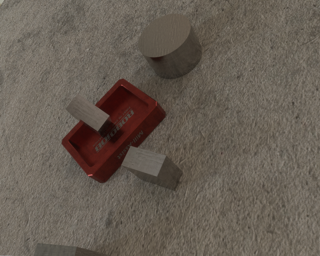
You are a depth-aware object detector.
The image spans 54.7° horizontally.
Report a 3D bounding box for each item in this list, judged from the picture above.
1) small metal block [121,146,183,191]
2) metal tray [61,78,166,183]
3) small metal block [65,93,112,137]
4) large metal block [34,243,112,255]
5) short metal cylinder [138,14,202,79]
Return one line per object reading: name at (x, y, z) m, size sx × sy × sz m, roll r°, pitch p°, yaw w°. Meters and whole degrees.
small metal block at (-0.008, 0.048, 0.363) m, size 0.050 × 0.050 × 0.025 m, roll 12°, pitch 68°, yaw 33°
metal tray at (-0.067, 0.000, 0.435) m, size 0.130 × 0.030 × 0.090 m, roll -48°, pitch 51°, yaw -6°
small metal block at (-0.094, -0.016, 0.418) m, size 0.050 × 0.050 × 0.025 m, roll 35°, pitch 80°, yaw 1°
large metal block at (-0.089, 0.167, 0.313) m, size 0.050 × 0.080 × 0.080 m, roll -6°, pitch 59°, yaw 25°
short metal cylinder at (0.016, -0.119, 0.453) m, size 0.080 × 0.050 × 0.080 m, roll -13°, pitch 56°, yaw 21°
